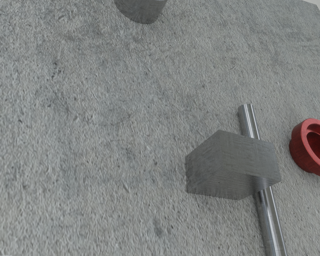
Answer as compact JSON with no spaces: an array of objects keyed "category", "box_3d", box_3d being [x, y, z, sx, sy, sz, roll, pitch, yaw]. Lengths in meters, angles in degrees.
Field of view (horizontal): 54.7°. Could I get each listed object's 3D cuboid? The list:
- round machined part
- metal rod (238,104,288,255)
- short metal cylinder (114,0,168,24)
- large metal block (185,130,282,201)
[{"category":"round machined part","box_3d":[0.255,0.036,0.511,0.099,0.042,0.098,14,56,-21]},{"category":"metal rod","box_3d":[0.144,0.097,0.424,0.025,0.025,0.299,11,57,-23]},{"category":"short metal cylinder","box_3d":[-0.029,-0.219,0.507,0.081,0.050,0.080,14,56,-21]},{"category":"large metal block","box_3d":[0.087,0.050,0.387,0.081,0.080,0.050,13,56,-21]}]
